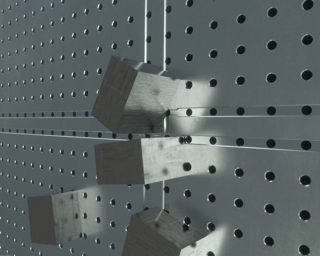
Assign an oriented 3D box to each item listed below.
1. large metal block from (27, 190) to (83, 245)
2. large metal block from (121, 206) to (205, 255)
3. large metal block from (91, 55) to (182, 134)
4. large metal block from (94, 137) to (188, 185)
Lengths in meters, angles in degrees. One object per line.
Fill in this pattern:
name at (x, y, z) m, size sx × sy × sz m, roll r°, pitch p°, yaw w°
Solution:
large metal block at (-0.185, 0.155, 0.542) m, size 0.080 × 0.050 × 0.080 m, roll -14°, pitch 81°, yaw 39°
large metal block at (0.000, 0.159, 0.391) m, size 0.080 × 0.050 × 0.079 m, roll 23°, pitch 105°, yaw 37°
large metal block at (-0.030, -0.040, 0.396) m, size 0.050 × 0.081 × 0.079 m, roll 36°, pitch 112°, yaw 34°
large metal block at (-0.024, 0.041, 0.391) m, size 0.080 × 0.081 × 0.050 m, roll -9°, pitch 85°, yaw 39°
